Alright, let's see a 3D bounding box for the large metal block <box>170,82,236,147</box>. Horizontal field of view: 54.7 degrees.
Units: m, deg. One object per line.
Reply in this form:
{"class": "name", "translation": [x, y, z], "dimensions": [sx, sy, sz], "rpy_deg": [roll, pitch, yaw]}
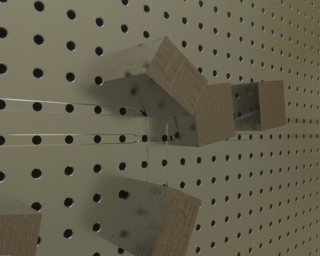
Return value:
{"class": "large metal block", "translation": [0.061, -0.021, 0.446], "dimensions": [0.081, 0.050, 0.079], "rpy_deg": [-12, 98, -40]}

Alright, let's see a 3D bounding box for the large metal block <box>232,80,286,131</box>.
{"class": "large metal block", "translation": [0.175, -0.040, 0.543], "dimensions": [0.081, 0.050, 0.079], "rpy_deg": [-10, 97, -40]}

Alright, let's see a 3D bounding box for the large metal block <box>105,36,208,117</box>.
{"class": "large metal block", "translation": [-0.004, -0.056, 0.372], "dimensions": [0.080, 0.080, 0.050], "rpy_deg": [39, 66, -34]}

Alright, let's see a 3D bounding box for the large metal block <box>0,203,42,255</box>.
{"class": "large metal block", "translation": [-0.156, 0.109, 0.263], "dimensions": [0.081, 0.050, 0.080], "rpy_deg": [12, 82, -40]}

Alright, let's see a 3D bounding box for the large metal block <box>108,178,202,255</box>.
{"class": "large metal block", "translation": [-0.007, 0.111, 0.370], "dimensions": [0.050, 0.080, 0.080], "rpy_deg": [31, 71, -36]}
